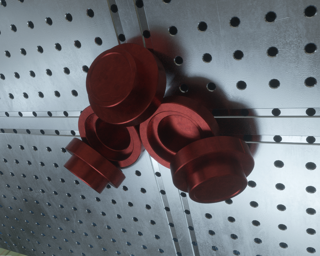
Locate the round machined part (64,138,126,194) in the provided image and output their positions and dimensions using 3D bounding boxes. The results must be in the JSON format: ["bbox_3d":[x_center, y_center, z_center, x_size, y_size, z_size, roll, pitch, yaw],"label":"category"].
[{"bbox_3d":[-0.102,0.061,0.460,0.098,0.042,0.098,34,163,12],"label":"round machined part"}]

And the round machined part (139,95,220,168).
[{"bbox_3d":[0.027,0.004,0.387,0.098,0.042,0.097,13,124,20],"label":"round machined part"}]

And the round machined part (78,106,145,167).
[{"bbox_3d":[-0.061,0.003,0.431,0.098,0.042,0.097,13,124,20],"label":"round machined part"}]

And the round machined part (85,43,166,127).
[{"bbox_3d":[-0.046,-0.052,0.357,0.098,0.042,0.098,-5,78,26],"label":"round machined part"}]

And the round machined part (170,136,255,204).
[{"bbox_3d":[0.064,0.055,0.365,0.099,0.042,0.097,-7,142,-5],"label":"round machined part"}]
